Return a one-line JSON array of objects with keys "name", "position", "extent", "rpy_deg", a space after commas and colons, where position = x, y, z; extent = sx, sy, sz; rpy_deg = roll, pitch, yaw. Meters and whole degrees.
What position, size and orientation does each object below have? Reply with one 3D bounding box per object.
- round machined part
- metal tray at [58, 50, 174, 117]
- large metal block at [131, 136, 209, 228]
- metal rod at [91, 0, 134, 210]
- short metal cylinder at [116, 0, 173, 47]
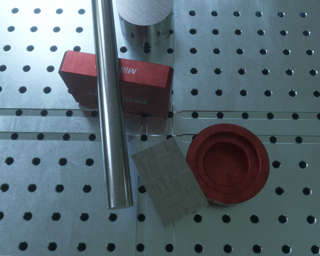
[{"name": "round machined part", "position": [0.081, 0.047, 0.386], "extent": [0.099, 0.042, 0.098], "rpy_deg": [0, 70, 0]}, {"name": "metal tray", "position": [-0.051, -0.053, 0.396], "extent": [0.131, 0.090, 0.030], "rpy_deg": [9, 71, 3]}, {"name": "large metal block", "position": [0.009, 0.066, 0.358], "extent": [0.050, 0.080, 0.080], "rpy_deg": [-24, 72, -9]}, {"name": "metal rod", "position": [-0.057, -0.065, 0.338], "extent": [0.025, 0.025, 0.299], "rpy_deg": [-7, 70, -3]}, {"name": "short metal cylinder", "position": [-0.022, -0.169, 0.460], "extent": [0.081, 0.050, 0.080], "rpy_deg": [0, 70, 0]}]
